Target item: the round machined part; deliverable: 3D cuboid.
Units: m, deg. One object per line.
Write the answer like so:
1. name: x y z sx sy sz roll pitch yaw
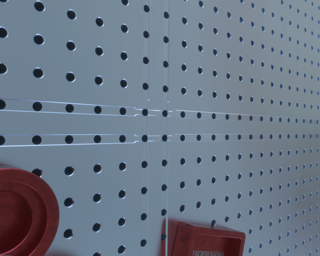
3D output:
1. round machined part: -0.146 0.083 0.277 0.099 0.042 0.097 0 90 -40

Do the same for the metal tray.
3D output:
1. metal tray: 0.075 0.197 0.471 0.131 0.030 0.090 21 77 -38
